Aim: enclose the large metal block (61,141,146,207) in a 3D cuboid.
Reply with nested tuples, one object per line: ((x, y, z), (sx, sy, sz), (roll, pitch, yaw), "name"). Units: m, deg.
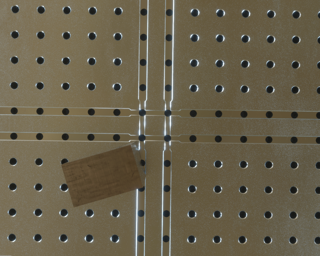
((-0.065, 0.053, 0.385), (0.080, 0.080, 0.050), (-16, 90, 0), "large metal block")
